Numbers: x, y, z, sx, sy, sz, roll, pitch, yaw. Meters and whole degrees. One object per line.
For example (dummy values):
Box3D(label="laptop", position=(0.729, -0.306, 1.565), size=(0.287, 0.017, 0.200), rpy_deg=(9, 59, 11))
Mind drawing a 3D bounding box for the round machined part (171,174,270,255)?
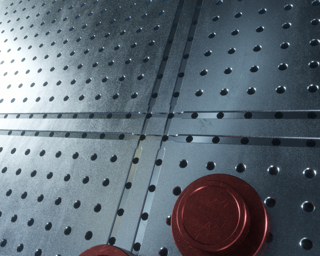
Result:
Box3D(label="round machined part", position=(0.056, 0.092, 0.311), size=(0.098, 0.042, 0.098), rpy_deg=(-13, 56, 20))

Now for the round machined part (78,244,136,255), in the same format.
Box3D(label="round machined part", position=(-0.053, 0.174, 0.317), size=(0.098, 0.042, 0.098), rpy_deg=(-13, 56, 20))
